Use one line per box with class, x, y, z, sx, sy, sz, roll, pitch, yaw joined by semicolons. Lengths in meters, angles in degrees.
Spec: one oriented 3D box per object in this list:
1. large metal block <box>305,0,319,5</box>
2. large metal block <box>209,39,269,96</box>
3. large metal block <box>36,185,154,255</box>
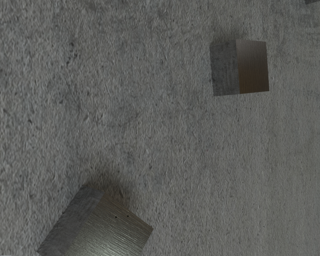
large metal block;0.350;-0.331;0.681;0.080;0.050;0.080;-43;116;-31
large metal block;0.128;-0.095;0.495;0.081;0.050;0.079;-10;96;-40
large metal block;-0.067;0.120;0.333;0.080;0.050;0.080;47;62;-30
